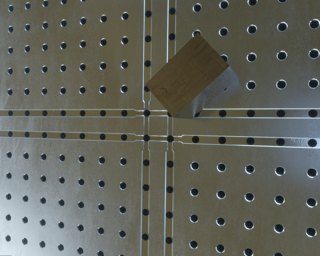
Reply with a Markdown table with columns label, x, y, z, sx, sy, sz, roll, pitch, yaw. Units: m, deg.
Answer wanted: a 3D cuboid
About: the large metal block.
| label | x | y | z | sx | sy | sz | roll | pitch | yaw |
| --- | --- | --- | --- | --- | --- | --- | --- | --- | --- |
| large metal block | 0.041 | -0.056 | 0.369 | 0.080 | 0.080 | 0.050 | -43 | 77 | 15 |
